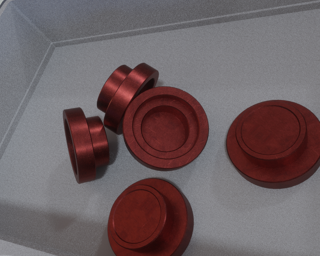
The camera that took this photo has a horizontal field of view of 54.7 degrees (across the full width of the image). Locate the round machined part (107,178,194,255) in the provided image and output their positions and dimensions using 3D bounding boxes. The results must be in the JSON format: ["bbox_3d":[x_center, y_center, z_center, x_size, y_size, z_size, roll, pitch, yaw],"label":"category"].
[{"bbox_3d":[-0.016,0.101,0.340,0.098,0.042,0.098,-13,56,20],"label":"round machined part"}]

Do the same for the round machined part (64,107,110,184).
[{"bbox_3d":[-0.096,0.021,0.407,0.042,0.097,0.098,-11,49,-21],"label":"round machined part"}]

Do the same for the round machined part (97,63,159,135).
[{"bbox_3d":[-0.045,-0.043,0.403,0.042,0.098,0.098,32,78,5],"label":"round machined part"}]

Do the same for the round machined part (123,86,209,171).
[{"bbox_3d":[0.005,0.003,0.370,0.099,0.042,0.098,2,74,-6],"label":"round machined part"}]

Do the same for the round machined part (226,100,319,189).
[{"bbox_3d":[0.118,0.011,0.326,0.098,0.042,0.098,-13,56,20],"label":"round machined part"}]
